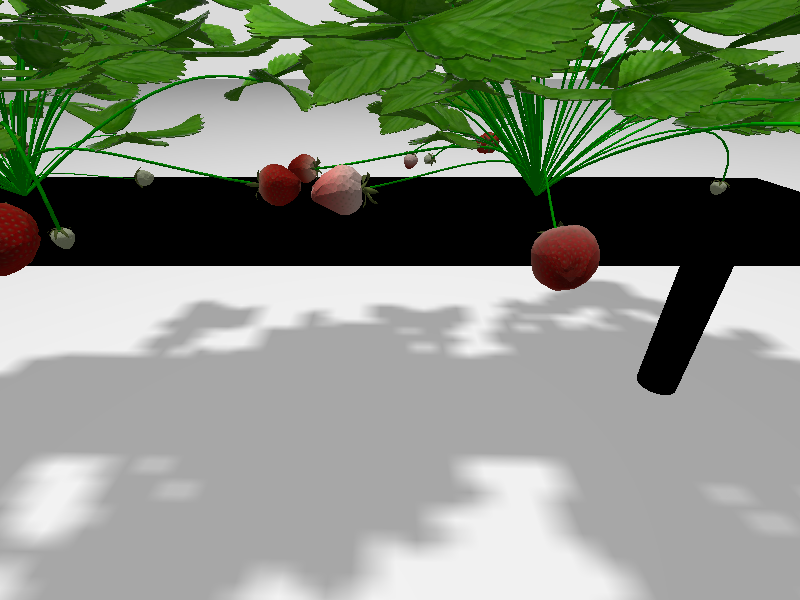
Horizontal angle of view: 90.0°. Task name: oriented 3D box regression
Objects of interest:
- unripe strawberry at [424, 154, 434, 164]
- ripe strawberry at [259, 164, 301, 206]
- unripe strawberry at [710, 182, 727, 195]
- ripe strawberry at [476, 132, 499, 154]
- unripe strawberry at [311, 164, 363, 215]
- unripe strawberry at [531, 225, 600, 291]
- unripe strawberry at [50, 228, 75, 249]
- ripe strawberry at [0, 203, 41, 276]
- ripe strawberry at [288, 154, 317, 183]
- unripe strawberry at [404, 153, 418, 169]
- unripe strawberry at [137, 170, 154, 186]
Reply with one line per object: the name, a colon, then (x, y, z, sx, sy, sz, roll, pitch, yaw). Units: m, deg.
unripe strawberry: (0.033, -0.161, 0.458, 0.013, 0.011, 0.013, -19, 25, -29)
ripe strawberry: (-0.096, -0.093, 0.325, 0.033, 0.033, 0.031, 3, 31, 5)
unripe strawberry: (0.272, -0.096, 0.342, 0.012, 0.011, 0.010, 1, 30, 2)
ripe strawberry: (0.110, -0.200, 0.509, 0.029, 0.025, 0.029, -2, 23, -3)
unripe strawberry: (-0.048, -0.083, 0.302, 0.039, 0.038, 0.036, -9, 32, -13)
unripe strawberry: (0.081, -0.019, 0.197, 0.032, 0.034, 0.035, 7, 32, 11)
unripe strawberry: (-0.189, -0.034, 0.225, 0.011, 0.011, 0.011, 27, 40, 37)
ripe strawberry: (-0.212, -0.029, 0.205, 0.044, 0.039, 0.040, -21, 37, -31)
ripe strawberry: (-0.095, -0.128, 0.388, 0.028, 0.027, 0.026, 6, 31, 11)
unripe strawberry: (0.011, -0.154, 0.444, 0.017, 0.017, 0.015, -27, 57, -37)
unripe strawberry: (-0.239, -0.115, 0.376, 0.014, 0.015, 0.013, -10, 32, -17)
